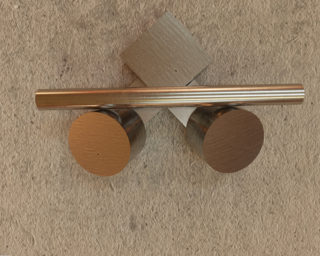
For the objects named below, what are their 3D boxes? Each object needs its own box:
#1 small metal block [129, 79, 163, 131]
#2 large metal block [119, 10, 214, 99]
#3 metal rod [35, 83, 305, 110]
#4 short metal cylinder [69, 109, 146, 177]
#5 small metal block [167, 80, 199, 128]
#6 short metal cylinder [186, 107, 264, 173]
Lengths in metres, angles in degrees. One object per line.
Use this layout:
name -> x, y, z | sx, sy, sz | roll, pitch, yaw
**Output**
small metal block -> -0.029, -0.029, 0.411 | 0.050, 0.025, 0.050 | -43, 90, -1
large metal block -> 0.008, -0.085, 0.397 | 0.080, 0.050, 0.080 | -42, 90, 0
metal rod -> 0.012, -0.036, 0.359 | 0.302, 0.025, 0.025 | -1, 90, 0
short metal cylinder -> -0.064, 0.013, 0.384 | 0.080, 0.050, 0.079 | 5, 108, 17
small metal block -> 0.043, -0.027, 0.411 | 0.050, 0.025, 0.050 | -43, 90, 0
short metal cylinder -> 0.080, 0.009, 0.385 | 0.081, 0.050, 0.079 | -6, 110, -17
